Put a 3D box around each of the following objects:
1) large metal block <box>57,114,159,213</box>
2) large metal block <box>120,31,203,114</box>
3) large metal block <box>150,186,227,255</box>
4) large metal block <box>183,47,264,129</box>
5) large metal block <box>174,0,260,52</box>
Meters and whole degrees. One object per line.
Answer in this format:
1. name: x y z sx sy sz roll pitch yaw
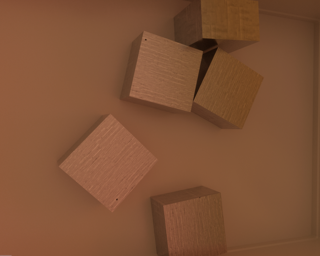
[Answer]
1. large metal block: -0.064 0.040 0.374 0.080 0.050 0.080 46 76 -15
2. large metal block: 0.001 -0.067 0.398 0.081 0.050 0.080 13 86 -20
3. large metal block: 0.037 0.128 0.413 0.081 0.050 0.079 -7 93 -20
4. large metal block: 0.084 -0.052 0.430 0.080 0.050 0.080 28 81 -18
5. large metal block: 0.072 -0.131 0.409 0.081 0.080 0.050 -3 92 -20
